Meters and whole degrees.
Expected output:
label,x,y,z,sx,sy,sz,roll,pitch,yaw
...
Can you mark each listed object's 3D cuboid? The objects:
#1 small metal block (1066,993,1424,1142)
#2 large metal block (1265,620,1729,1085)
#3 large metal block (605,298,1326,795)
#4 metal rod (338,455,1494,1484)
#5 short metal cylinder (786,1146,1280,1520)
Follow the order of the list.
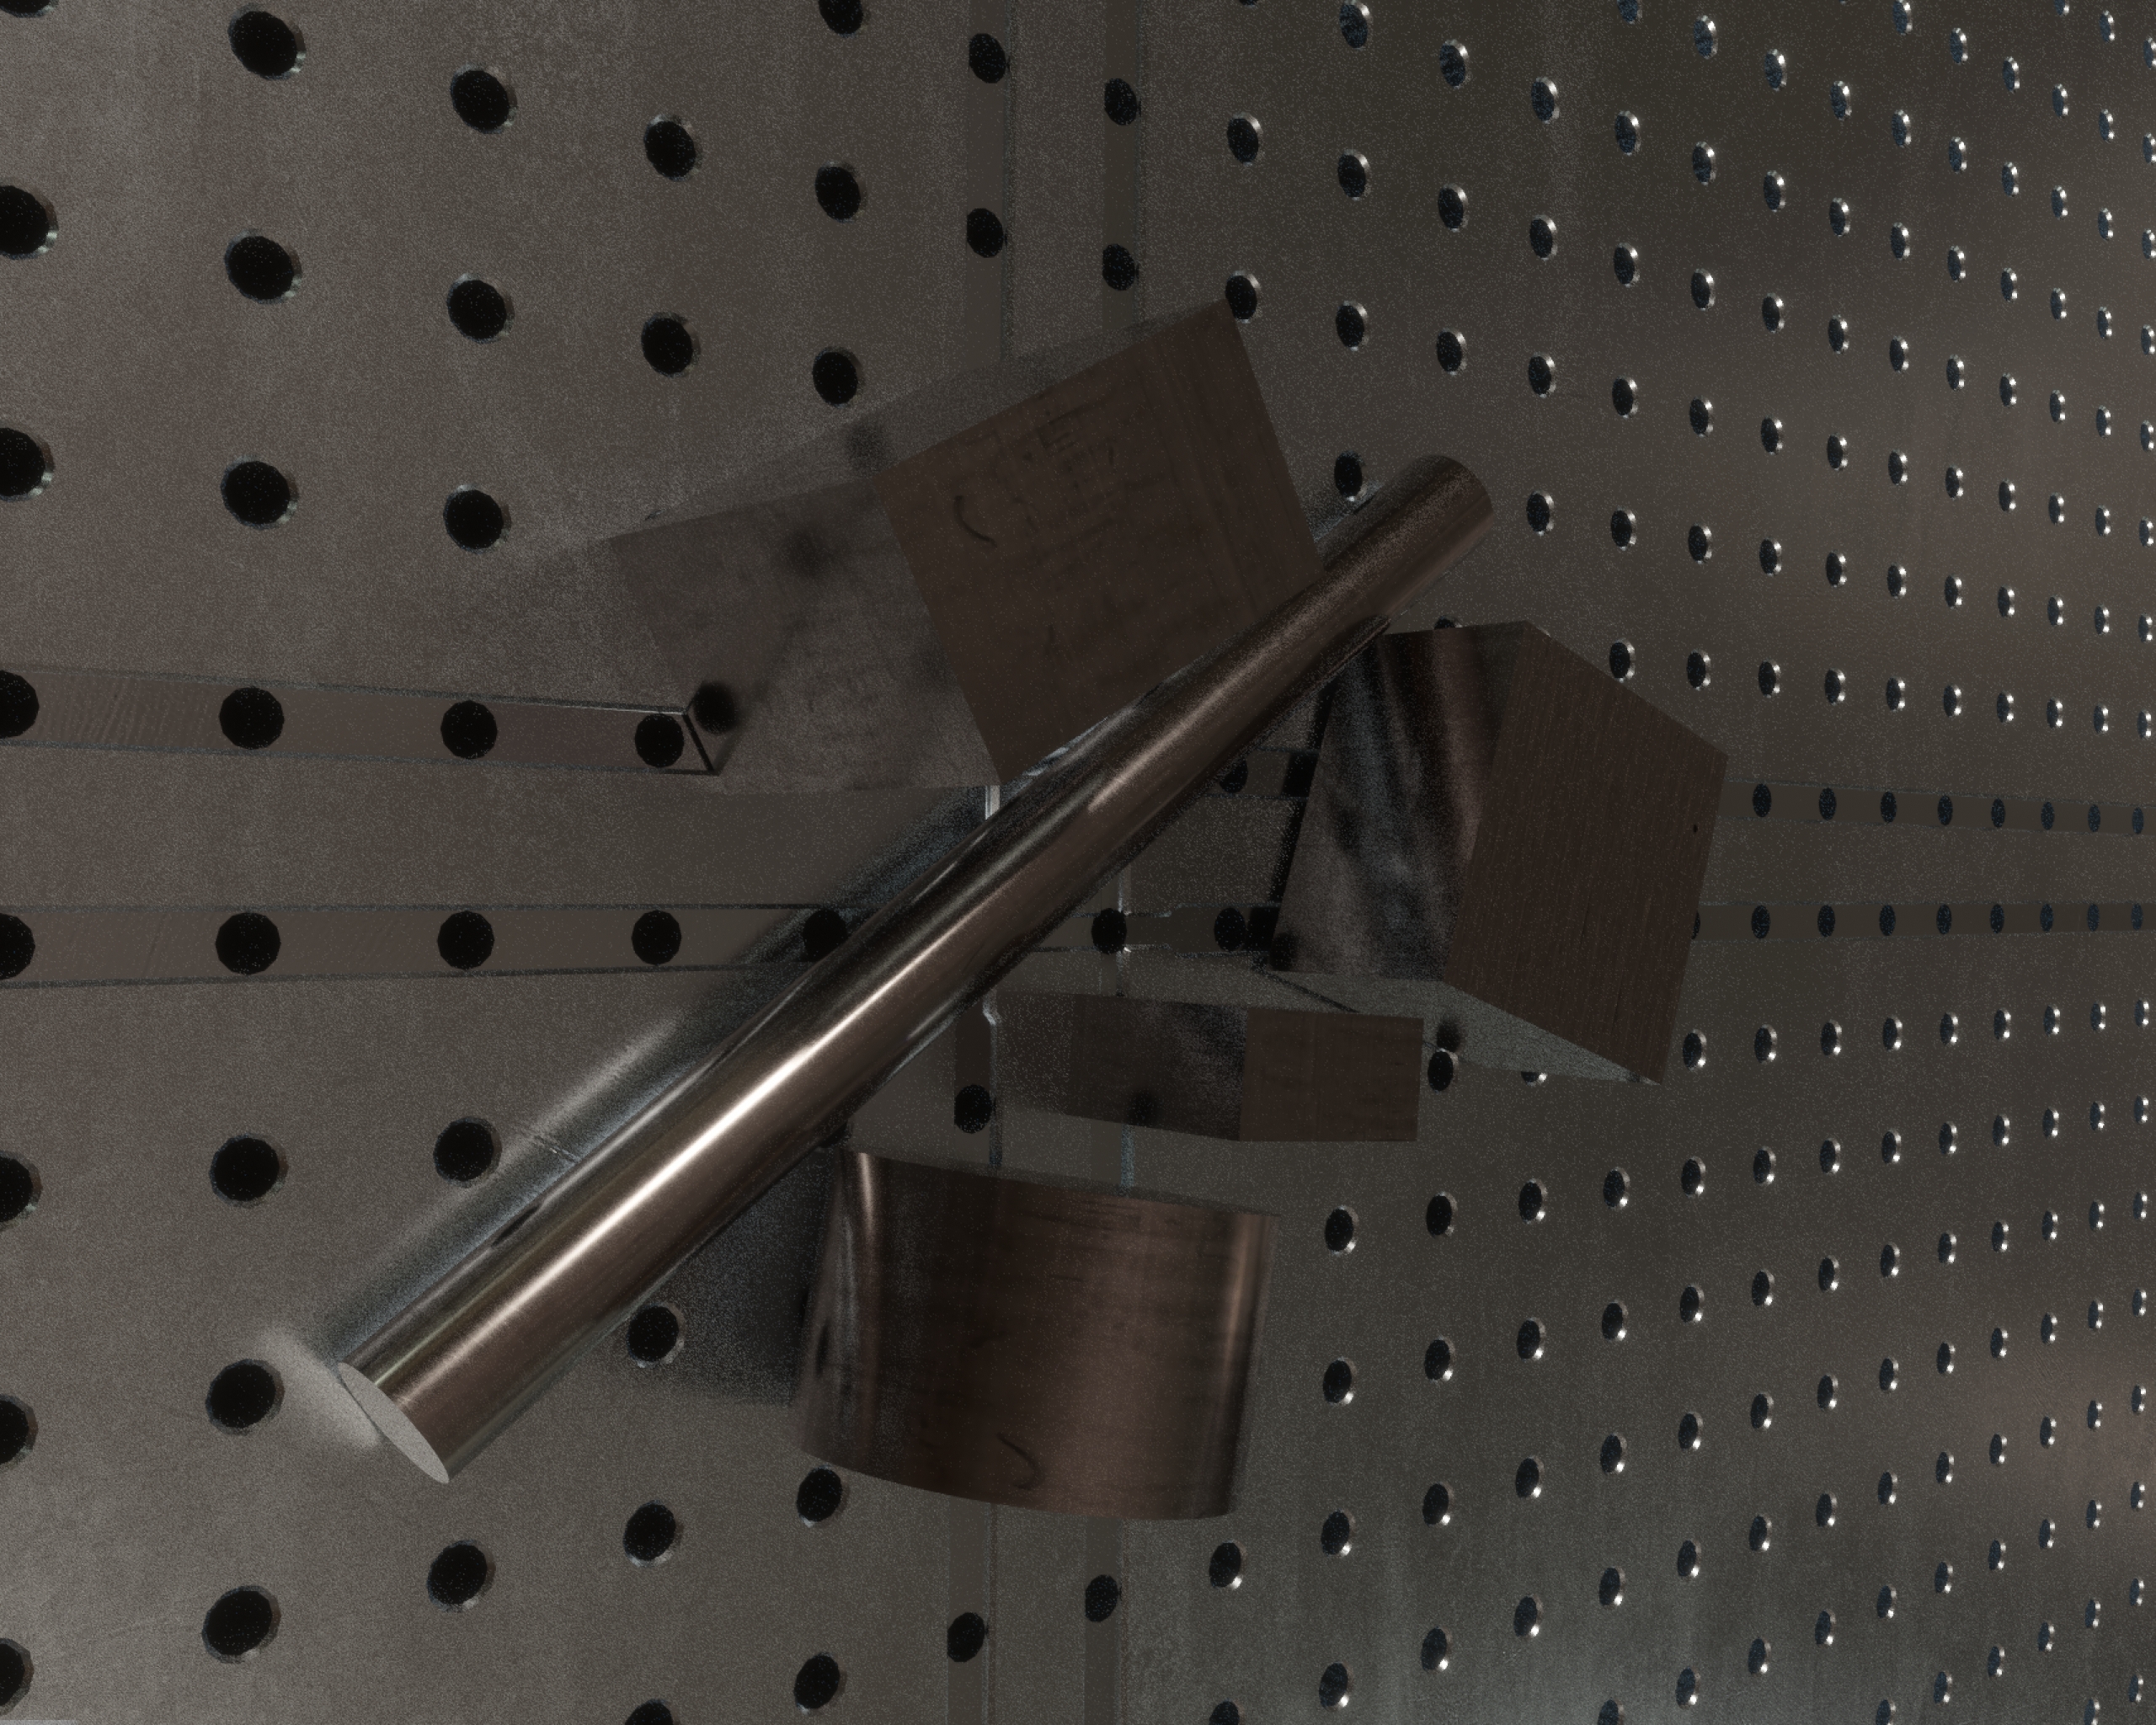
label,x,y,z,sx,sy,sz,roll,pitch,yaw
small metal block,0.034,0.042,0.424,0.050,0.050,0.025,7,86,-40
large metal block,0.097,0.000,0.473,0.080,0.050,0.080,25,75,-38
large metal block,-0.019,-0.053,0.360,0.081,0.080,0.050,-35,112,-35
metal rod,-0.010,0.002,0.402,0.302,0.025,0.025,-42,116,-32
short metal cylinder,-0.007,0.081,0.368,0.081,0.080,0.050,15,81,-39
